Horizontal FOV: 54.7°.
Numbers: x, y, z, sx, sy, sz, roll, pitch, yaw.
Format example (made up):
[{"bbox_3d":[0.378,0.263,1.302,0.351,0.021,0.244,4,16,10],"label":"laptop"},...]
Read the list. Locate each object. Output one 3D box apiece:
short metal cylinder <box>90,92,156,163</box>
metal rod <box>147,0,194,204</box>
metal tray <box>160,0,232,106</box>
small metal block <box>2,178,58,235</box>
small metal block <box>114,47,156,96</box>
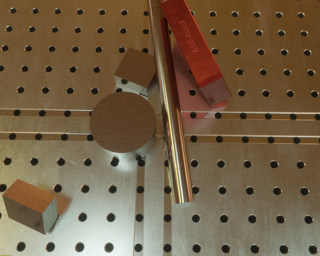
[{"bbox_3d":[-0.045,0.000,0.398,0.081,0.050,0.080,0,70,0],"label":"short metal cylinder"},{"bbox_3d":[0.011,-0.053,0.411,0.025,0.025,0.299,-7,78,-3],"label":"metal rod"},{"bbox_3d":[0.049,-0.101,0.412,0.030,0.090,0.130,-26,71,13],"label":"metal tray"},{"bbox_3d":[-0.149,0.092,0.360,0.050,0.050,0.025,22,44,7],"label":"small metal block"},{"bbox_3d":[-0.030,-0.080,0.441,0.050,0.025,0.050,22,71,7],"label":"small metal block"}]
